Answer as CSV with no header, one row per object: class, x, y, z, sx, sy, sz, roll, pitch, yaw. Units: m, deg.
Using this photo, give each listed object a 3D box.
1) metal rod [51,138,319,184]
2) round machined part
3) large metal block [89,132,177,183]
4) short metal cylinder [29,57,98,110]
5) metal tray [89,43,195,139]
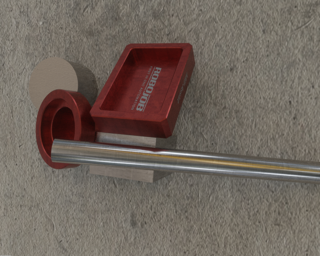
metal rod,0.041,0.037,0.333,0.302,0.025,0.025,5,92,-5
round machined part,-0.112,0.002,0.393,0.098,0.042,0.097,-1,88,39
large metal block,-0.030,0.032,0.390,0.080,0.080,0.050,5,92,19
short metal cylinder,-0.137,-0.057,0.444,0.080,0.050,0.079,0,90,19
metal tray,-0.016,-0.051,0.372,0.090,0.030,0.130,5,52,19
